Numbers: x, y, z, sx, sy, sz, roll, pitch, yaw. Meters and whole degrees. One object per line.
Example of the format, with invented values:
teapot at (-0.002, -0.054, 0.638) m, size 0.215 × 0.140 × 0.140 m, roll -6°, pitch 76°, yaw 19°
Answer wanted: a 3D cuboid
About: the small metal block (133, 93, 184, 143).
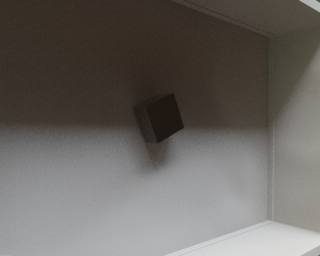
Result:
small metal block at (-0.001, -0.013, 0.404) m, size 0.050 × 0.025 × 0.050 m, roll -30°, pitch 109°, yaw -36°
